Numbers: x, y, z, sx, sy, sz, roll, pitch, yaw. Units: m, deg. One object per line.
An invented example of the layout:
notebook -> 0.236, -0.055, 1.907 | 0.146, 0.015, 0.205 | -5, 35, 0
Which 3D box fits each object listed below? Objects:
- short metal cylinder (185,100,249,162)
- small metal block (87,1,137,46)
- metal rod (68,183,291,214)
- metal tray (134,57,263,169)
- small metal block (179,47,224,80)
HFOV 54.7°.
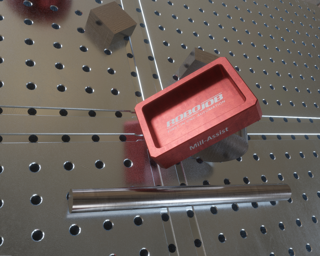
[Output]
short metal cylinder -> 0.073, 0.005, 0.409 | 0.081, 0.080, 0.050 | 17, 55, -19
small metal block -> -0.072, -0.158, 0.466 | 0.050, 0.025, 0.050 | 46, 51, 4
metal rod -> 0.045, 0.083, 0.381 | 0.302, 0.025, 0.025 | 4, 60, -26
metal tray -> 0.041, -0.020, 0.370 | 0.030, 0.130, 0.090 | 52, 12, -48
small metal block -> 0.064, -0.092, 0.482 | 0.050, 0.050, 0.025 | 16, 56, -20
